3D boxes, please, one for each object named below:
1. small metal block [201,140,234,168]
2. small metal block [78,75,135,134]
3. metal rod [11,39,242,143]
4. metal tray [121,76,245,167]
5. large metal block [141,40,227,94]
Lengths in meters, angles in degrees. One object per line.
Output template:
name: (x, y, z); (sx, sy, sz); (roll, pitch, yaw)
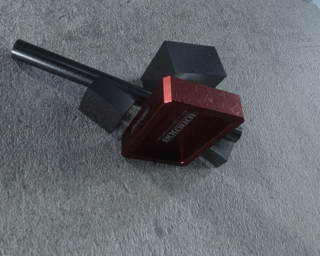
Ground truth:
small metal block: (0.075, 0.019, 0.437); (0.050, 0.025, 0.050); (36, 51, -5)
small metal block: (-0.065, -0.027, 0.371); (0.050, 0.050, 0.025); (38, 51, -3)
metal rod: (-0.033, -0.043, 0.397); (0.302, 0.025, 0.025); (20, 54, -10)
metal tray: (0.019, 0.001, 0.350); (0.091, 0.129, 0.030); (12, 57, -22)
large metal block: (0.030, -0.071, 0.430); (0.081, 0.080, 0.050); (-2, 63, -30)
